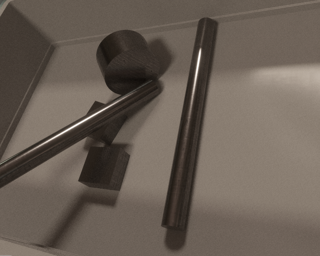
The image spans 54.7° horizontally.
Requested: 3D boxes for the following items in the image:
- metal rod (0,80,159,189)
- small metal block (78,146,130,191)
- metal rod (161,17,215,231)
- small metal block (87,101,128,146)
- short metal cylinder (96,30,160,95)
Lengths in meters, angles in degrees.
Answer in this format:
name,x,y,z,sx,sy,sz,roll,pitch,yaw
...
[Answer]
name,x,y,z,sx,sy,sz,roll,pitch,yaw
metal rod,-0.124,0.016,0.383,0.302,0.025,0.025,-33,47,-25
small metal block,-0.073,0.053,0.410,0.050,0.025,0.050,1,62,28
metal rod,0.042,-0.024,0.397,0.025,0.025,0.299,-2,61,27
small metal block,-0.084,-0.007,0.453,0.050,0.025,0.050,19,71,35
short metal cylinder,-0.047,-0.094,0.451,0.080,0.080,0.050,-32,52,7
